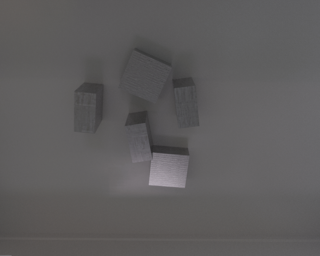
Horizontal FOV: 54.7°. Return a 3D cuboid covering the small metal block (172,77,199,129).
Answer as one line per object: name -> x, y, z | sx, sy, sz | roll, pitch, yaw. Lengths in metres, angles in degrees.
small metal block -> 0.032, -0.033, 0.386 | 0.025, 0.050, 0.050 | -7, 110, 2

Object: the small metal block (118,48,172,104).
small metal block -> -0.019, -0.065, 0.387 | 0.050, 0.025, 0.050 | 23, 108, -8

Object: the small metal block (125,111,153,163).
small metal block -> -0.026, 0.010, 0.401 | 0.025, 0.050, 0.050 | -9, 110, 3

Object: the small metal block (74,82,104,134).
small metal block -> -0.088, -0.026, 0.387 | 0.025, 0.050, 0.050 | 6, 110, -2

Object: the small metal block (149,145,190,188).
small metal block -> 0.012, 0.053, 0.431 | 0.050, 0.025, 0.050 | 5, 110, -2
